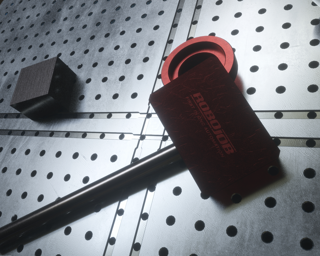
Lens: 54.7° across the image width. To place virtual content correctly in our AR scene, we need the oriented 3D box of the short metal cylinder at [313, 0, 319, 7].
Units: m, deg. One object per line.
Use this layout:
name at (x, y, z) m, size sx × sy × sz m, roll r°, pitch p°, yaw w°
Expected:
short metal cylinder at (0.225, -0.167, 0.358) m, size 0.080 × 0.080 × 0.050 m, roll -28°, pitch 52°, yaw 10°

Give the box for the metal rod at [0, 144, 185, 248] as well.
metal rod at (-0.105, 0.093, 0.404) m, size 0.301 × 0.025 × 0.025 m, roll -27°, pitch 53°, yaw 11°

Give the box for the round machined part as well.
round machined part at (0.055, -0.071, 0.411) m, size 0.098 × 0.042 × 0.098 m, roll -13°, pitch 56°, yaw 20°

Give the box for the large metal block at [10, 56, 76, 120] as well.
large metal block at (-0.201, -0.068, 0.536) m, size 0.080 × 0.050 × 0.080 m, roll -12°, pitch 57°, yaw 21°

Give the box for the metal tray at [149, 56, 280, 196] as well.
metal tray at (0.057, -0.002, 0.344) m, size 0.090 × 0.030 × 0.130 m, roll -31°, pitch 75°, yaw 7°
